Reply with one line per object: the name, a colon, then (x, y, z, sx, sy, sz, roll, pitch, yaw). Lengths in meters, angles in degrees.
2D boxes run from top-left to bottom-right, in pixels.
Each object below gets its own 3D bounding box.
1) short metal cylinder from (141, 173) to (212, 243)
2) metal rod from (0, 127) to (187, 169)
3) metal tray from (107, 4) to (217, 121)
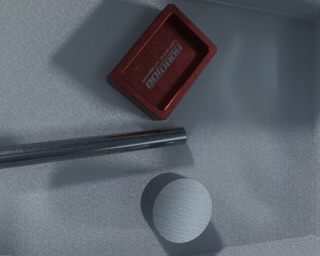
short metal cylinder: (0.020, 0.102, 0.406, 0.081, 0.050, 0.079, 0, 90, -21)
metal rod: (-0.110, 0.026, 0.370, 0.303, 0.025, 0.025, -6, 92, -20)
metal tray: (0.005, -0.085, 0.410, 0.090, 0.030, 0.130, 40, 77, -16)
